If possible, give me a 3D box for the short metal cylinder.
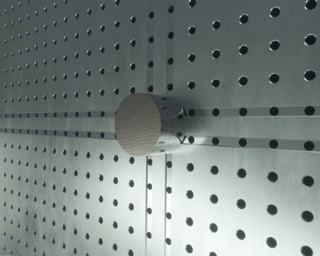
[{"bbox_3d":[-0.013,-0.004,0.405,0.080,0.050,0.080,0,90,40],"label":"short metal cylinder"}]
